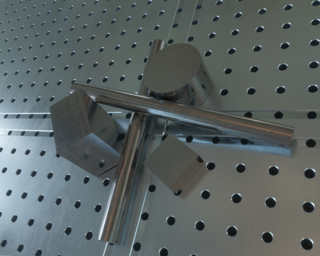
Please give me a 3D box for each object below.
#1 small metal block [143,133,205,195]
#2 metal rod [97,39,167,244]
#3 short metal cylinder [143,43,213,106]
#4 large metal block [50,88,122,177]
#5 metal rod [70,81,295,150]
[{"bbox_3d":[0.017,0.042,0.373,0.050,0.025,0.050,-48,52,-6],"label":"small metal block"},{"bbox_3d":[-0.031,0.000,0.423,0.025,0.025,0.300,-1,61,27],"label":"metal rod"},{"bbox_3d":[0.025,-0.067,0.419,0.080,0.050,0.080,-13,56,20],"label":"short metal cylinder"},{"bbox_3d":[-0.096,0.007,0.416,0.050,0.080,0.080,-31,52,8],"label":"large metal block"},{"bbox_3d":[0.008,-0.023,0.392,0.301,0.025,0.025,14,69,25],"label":"metal rod"}]
